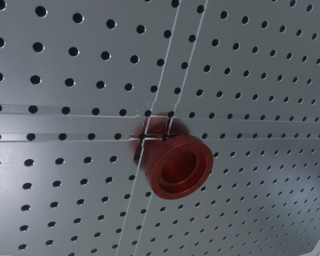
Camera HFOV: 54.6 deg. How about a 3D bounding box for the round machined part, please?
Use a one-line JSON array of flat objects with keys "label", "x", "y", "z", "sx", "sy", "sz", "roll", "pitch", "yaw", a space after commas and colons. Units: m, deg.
[{"label": "round machined part", "x": 0.024, "y": 0.051, "z": 0.444, "sx": 0.099, "sy": 0.042, "sz": 0.097, "roll": -14, "pitch": 124, "yaw": -21}]
